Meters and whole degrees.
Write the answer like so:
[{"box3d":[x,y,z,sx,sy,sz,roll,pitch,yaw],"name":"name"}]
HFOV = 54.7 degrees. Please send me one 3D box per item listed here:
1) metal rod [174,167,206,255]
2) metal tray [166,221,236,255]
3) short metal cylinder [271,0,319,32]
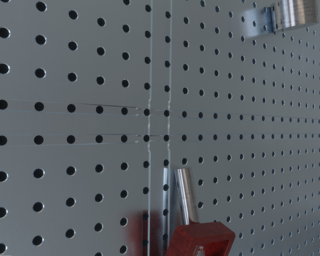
[{"box3d":[0.055,0.204,0.424,0.025,0.025,0.298,-5,83,-40],"name":"metal rod"},{"box3d":[0.043,0.193,0.415,0.091,0.030,0.129,10,102,-40],"name":"metal tray"},{"box3d":[0.255,-0.216,0.586,0.081,0.080,0.050,-16,101,-39],"name":"short metal cylinder"}]
